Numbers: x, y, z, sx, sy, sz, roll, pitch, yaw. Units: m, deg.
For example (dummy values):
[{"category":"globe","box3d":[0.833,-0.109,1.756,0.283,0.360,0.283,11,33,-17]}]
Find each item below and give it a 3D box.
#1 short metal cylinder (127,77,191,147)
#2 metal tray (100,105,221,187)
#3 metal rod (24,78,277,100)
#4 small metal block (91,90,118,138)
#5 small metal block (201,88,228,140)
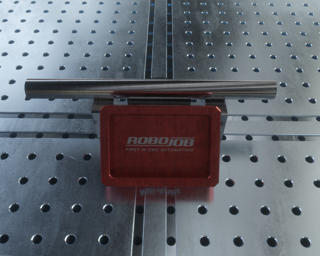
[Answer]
[{"category":"short metal cylinder","box3d":[-0.001,-0.022,0.409,0.080,0.050,0.080,0,50,0]},{"category":"metal tray","box3d":[0.000,0.019,0.352,0.131,0.089,0.030,0,7,0]},{"category":"metal rod","box3d":[-0.011,-0.048,0.382,0.302,0.025,0.025,0,50,0]},{"category":"small metal block","box3d":[-0.070,-0.022,0.409,0.025,0.050,0.050,-1,50,0]},{"category":"small metal block","box3d":[0.069,-0.019,0.408,0.025,0.050,0.050,-1,50,0]}]
